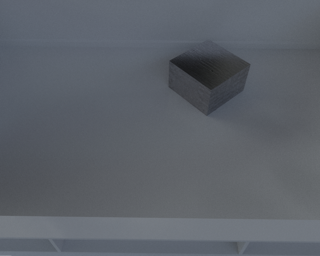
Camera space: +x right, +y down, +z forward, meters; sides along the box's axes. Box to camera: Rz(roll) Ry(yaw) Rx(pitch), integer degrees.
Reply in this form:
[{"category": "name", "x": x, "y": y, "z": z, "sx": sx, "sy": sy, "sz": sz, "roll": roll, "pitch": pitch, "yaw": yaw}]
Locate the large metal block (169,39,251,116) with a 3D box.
[{"category": "large metal block", "x": 0.070, "y": -0.076, "z": 0.453, "sx": 0.080, "sy": 0.050, "sz": 0.080, "roll": -34, "pitch": 58, "yaw": -25}]
